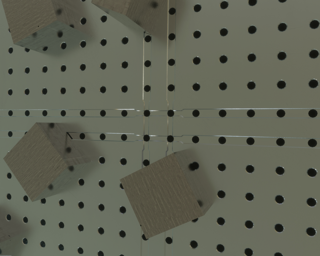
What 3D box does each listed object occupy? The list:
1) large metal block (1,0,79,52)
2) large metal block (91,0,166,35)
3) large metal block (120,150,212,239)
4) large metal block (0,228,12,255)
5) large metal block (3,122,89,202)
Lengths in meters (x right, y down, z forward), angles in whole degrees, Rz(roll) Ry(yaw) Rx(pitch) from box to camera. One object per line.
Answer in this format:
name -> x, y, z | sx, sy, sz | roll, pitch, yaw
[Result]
large metal block -> -0.180, -0.172, 0.464 | 0.080, 0.050, 0.080 | -20, 83, 19
large metal block -> -0.031, -0.176, 0.395 | 0.050, 0.080, 0.080 | 26, 99, 18
large metal block -> 0.008, 0.082, 0.397 | 0.080, 0.050, 0.080 | -28, 81, 18
large metal block -> -0.306, 0.198, 0.509 | 0.080, 0.050, 0.080 | 31, 100, 17
large metal block -> -0.168, 0.048, 0.460 | 0.080, 0.050, 0.080 | -43, 77, 15
